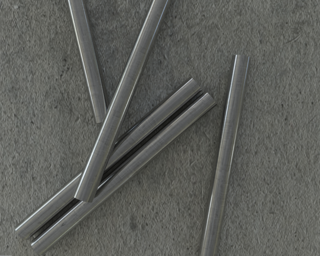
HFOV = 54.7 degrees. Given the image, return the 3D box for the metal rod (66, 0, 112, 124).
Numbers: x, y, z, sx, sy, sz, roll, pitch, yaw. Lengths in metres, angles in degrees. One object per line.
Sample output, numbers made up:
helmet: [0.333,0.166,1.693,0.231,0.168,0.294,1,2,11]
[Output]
metal rod: [-0.107,-0.153,0.408,0.025,0.025,0.298,-13,90,0]

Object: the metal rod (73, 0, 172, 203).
metal rod: [-0.042,-0.052,0.394,0.025,0.025,0.299,21,84,0]

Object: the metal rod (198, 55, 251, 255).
metal rod: [0.083,0.053,0.410,0.025,0.025,0.298,10,90,0]

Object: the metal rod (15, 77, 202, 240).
metal rod: [-0.067,0.040,0.409,0.300,0.025,0.025,-41,90,0]

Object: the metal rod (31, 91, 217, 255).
metal rod: [-0.047,0.059,0.409,0.300,0.025,0.025,-41,90,0]
